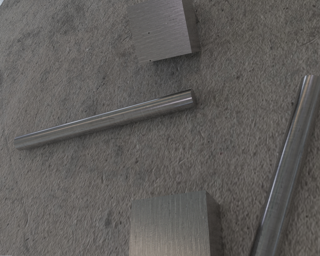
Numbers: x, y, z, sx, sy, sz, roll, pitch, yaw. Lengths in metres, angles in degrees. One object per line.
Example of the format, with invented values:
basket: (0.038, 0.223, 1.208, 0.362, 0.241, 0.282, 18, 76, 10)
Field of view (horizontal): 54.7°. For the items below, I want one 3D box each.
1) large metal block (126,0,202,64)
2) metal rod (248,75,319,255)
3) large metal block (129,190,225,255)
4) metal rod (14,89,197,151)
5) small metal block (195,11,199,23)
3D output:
large metal block: (0.007, -0.141, 0.444, 0.080, 0.050, 0.080, -7, 103, 24)
metal rod: (0.112, 0.077, 0.297, 0.025, 0.025, 0.300, 12, 67, 33)
large metal block: (0.017, 0.113, 0.309, 0.080, 0.050, 0.080, -13, 56, 21)
metal rod: (-0.093, -0.007, 0.456, 0.300, 0.025, 0.025, -13, 56, 20)
small metal block: (0.033, -0.191, 0.488, 0.025, 0.050, 0.050, -32, 52, 8)
